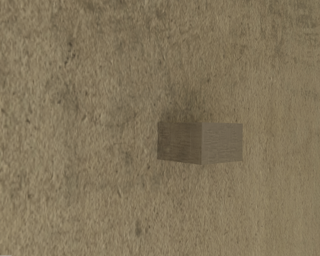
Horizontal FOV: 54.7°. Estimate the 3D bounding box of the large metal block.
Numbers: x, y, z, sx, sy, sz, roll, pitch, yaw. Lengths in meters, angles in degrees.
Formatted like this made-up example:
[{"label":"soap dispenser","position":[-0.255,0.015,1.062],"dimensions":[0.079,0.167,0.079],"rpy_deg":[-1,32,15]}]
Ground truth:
[{"label":"large metal block","position":[0.053,0.018,0.416],"dimensions":[0.081,0.080,0.050],"rpy_deg":[1,90,-40]}]
